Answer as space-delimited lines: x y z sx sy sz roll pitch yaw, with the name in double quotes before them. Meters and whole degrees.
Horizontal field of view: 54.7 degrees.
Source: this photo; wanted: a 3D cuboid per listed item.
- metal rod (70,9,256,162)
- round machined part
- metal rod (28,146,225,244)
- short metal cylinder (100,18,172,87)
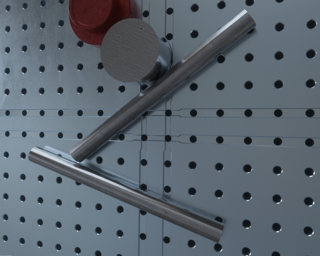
"metal rod" -0.007 -0.047 0.414 0.300 0.025 0.025 -37 79 16
"round machined part" -0.087 -0.165 0.433 0.098 0.042 0.097 0 90 19
"metal rod" -0.059 0.086 0.432 0.301 0.025 0.025 19 96 18
"short metal cylinder" -0.030 -0.097 0.409 0.080 0.050 0.079 0 90 19
